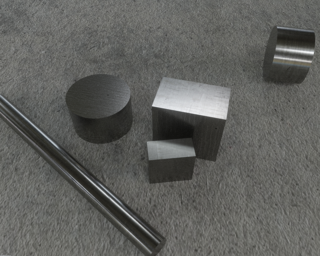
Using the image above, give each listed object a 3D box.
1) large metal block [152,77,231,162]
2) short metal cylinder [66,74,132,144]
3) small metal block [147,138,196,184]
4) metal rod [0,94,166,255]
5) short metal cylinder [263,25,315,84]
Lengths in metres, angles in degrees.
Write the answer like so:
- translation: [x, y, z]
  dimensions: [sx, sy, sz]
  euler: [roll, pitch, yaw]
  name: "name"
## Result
- translation: [0.036, -0.009, 0.376]
  dimensions: [0.080, 0.080, 0.050]
  euler: [11, 51, 8]
  name: "large metal block"
- translation: [-0.078, -0.026, 0.408]
  dimensions: [0.081, 0.050, 0.080]
  euler: [0, 50, 0]
  name: "short metal cylinder"
- translation: [0.012, 0.038, 0.355]
  dimensions: [0.050, 0.050, 0.025]
  euler: [-5, 50, -4]
  name: "small metal block"
- translation: [-0.114, 0.041, 0.366]
  dimensions: [0.300, 0.025, 0.025]
  euler: [35, 58, 25]
  name: "metal rod"
- translation: [0.189, -0.108, 0.461]
  dimensions: [0.050, 0.080, 0.080]
  euler: [9, 51, 7]
  name: "short metal cylinder"
